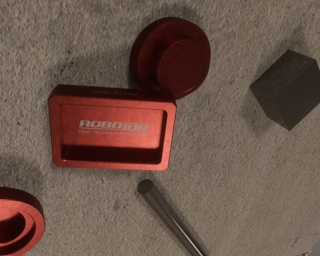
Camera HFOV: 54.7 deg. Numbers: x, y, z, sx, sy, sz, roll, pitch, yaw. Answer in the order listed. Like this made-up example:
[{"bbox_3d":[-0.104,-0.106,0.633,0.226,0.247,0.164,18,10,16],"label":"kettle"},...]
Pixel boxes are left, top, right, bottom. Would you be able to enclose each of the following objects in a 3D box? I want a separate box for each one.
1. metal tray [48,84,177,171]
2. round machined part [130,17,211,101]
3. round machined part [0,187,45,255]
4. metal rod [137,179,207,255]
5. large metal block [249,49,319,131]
[{"bbox_3d":[-0.052,0.002,0.348,0.131,0.030,0.089,3,119,-7],"label":"metal tray"},{"bbox_3d":[0.018,-0.075,0.361,0.099,0.042,0.097,-14,125,-21],"label":"round machined part"},{"bbox_3d":[-0.188,0.108,0.360,0.099,0.042,0.097,-14,125,-21],"label":"round machined part"},{"bbox_3d":[0.038,0.184,0.543,0.025,0.025,0.299,-35,129,-5],"label":"metal rod"},{"bbox_3d":[0.194,-0.056,0.465,0.080,0.050,0.080,-44,130,2],"label":"large metal block"}]
